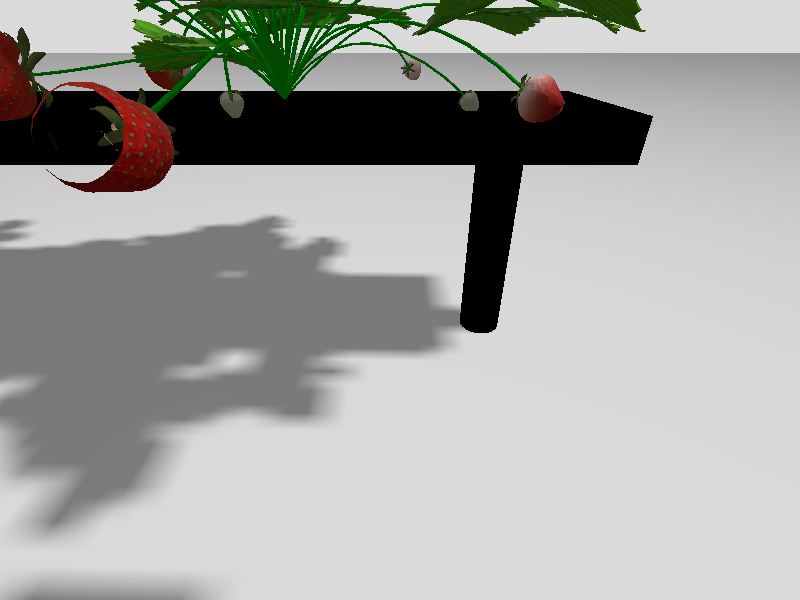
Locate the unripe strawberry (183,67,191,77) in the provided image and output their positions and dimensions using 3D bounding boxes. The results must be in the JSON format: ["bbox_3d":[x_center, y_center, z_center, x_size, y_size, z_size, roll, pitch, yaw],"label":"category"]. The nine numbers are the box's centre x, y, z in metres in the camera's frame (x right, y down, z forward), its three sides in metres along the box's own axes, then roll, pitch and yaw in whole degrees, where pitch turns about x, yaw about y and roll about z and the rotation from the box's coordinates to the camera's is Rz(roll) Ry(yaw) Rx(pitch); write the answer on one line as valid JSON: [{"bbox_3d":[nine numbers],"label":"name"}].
[{"bbox_3d":[-0.261,-0.274,0.466,0.032,0.027,0.032,-26,28,-34],"label":"unripe strawberry"}]

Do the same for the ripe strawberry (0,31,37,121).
[{"bbox_3d":[-0.225,-0.121,0.214,0.044,0.046,0.040,-23,40,-31],"label":"ripe strawberry"}]

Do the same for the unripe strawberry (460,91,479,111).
[{"bbox_3d":[0.044,-0.124,0.252,0.012,0.012,0.011,-48,-2,42],"label":"unripe strawberry"}]

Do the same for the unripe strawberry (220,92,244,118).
[{"bbox_3d":[-0.079,-0.092,0.189,0.010,0.011,0.011,-3,33,-4],"label":"unripe strawberry"}]

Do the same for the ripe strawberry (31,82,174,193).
[{"bbox_3d":[-0.081,-0.042,0.107,0.032,0.028,0.033,-1,33,-2],"label":"ripe strawberry"}]

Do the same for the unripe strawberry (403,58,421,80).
[{"bbox_3d":[0.016,-0.267,0.465,0.021,0.022,0.022,17,29,25],"label":"unripe strawberry"}]

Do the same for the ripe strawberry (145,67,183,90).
[{"bbox_3d":[-0.221,-0.214,0.372,0.035,0.034,0.032,15,36,27],"label":"ripe strawberry"}]
